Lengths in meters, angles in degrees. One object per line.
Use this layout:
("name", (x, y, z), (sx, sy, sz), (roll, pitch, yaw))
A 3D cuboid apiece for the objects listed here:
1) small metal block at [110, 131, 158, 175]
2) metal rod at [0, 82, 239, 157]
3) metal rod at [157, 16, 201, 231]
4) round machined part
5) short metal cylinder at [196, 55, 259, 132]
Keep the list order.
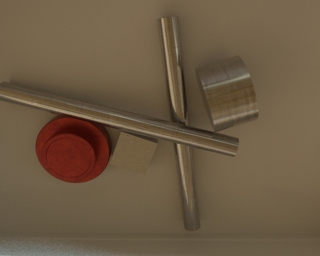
("small metal block", (-0.035, 0.030, 0.422), (0.050, 0.025, 0.050), (19, 109, -7))
("metal rod", (-0.052, -0.011, 0.388), (0.302, 0.025, 0.025), (14, 110, 1))
("metal rod", (0.029, 0.009, 0.414), (0.025, 0.025, 0.298), (-7, 110, 2))
("round machined part", (-0.116, 0.031, 0.412), (0.099, 0.042, 0.097), (0, 110, -1))
("short metal cylinder", (0.078, -0.040, 0.368), (0.050, 0.080, 0.080), (-17, 110, 6))
